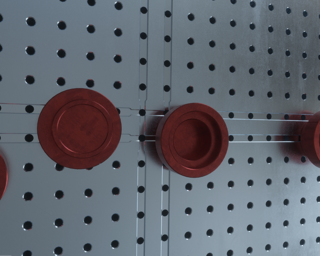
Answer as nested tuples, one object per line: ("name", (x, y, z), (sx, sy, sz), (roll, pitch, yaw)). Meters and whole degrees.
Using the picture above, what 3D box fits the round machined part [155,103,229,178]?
("round machined part", (0.040, 0.016, 0.420), (0.099, 0.042, 0.097), (0, 90, -21))

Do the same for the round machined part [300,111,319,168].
("round machined part", (0.272, 0.018, 0.507), (0.099, 0.042, 0.097), (0, 90, -21))

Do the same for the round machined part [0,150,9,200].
("round machined part", (-0.215, 0.054, 0.324), (0.099, 0.042, 0.097), (0, 90, -21))

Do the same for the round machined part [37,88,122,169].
("round machined part", (-0.094, 0.001, 0.370), (0.099, 0.042, 0.097), (0, 90, -21))
